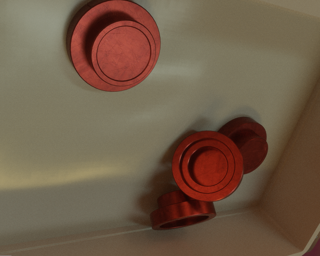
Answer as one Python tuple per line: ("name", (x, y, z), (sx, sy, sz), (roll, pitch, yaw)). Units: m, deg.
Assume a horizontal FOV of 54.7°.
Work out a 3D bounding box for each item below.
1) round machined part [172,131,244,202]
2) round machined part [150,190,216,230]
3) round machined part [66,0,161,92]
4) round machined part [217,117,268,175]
("round machined part", (0.070, 0.056, 0.442), (0.098, 0.098, 0.042), (-44, 157, 2))
("round machined part", (0.033, 0.123, 0.472), (0.099, 0.042, 0.098), (-10, 154, -5))
("round machined part", (-0.044, -0.082, 0.323), (0.099, 0.042, 0.097), (-14, 124, -21))
("round machined part", (0.130, 0.035, 0.490), (0.099, 0.042, 0.097), (-14, 124, -21))
